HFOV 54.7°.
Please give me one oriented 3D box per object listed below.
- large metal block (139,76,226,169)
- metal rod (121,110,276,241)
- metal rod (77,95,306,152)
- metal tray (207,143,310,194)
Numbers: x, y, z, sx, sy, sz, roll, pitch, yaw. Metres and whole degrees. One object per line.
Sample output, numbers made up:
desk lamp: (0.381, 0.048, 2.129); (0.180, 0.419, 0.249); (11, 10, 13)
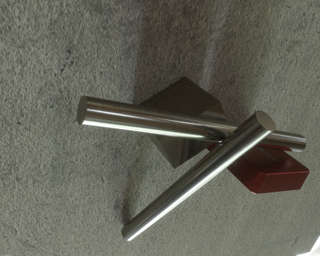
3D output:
large metal block: (0.024, -0.010, 0.380); (0.080, 0.080, 0.050); (-32, 129, -8)
metal rod: (0.026, 0.079, 0.390); (0.025, 0.025, 0.298); (8, 140, -33)
metal rod: (0.061, 0.003, 0.339); (0.302, 0.025, 0.025); (8, 114, -33)
metal tray: (0.126, 0.037, 0.433); (0.091, 0.130, 0.030); (2, 117, -30)
